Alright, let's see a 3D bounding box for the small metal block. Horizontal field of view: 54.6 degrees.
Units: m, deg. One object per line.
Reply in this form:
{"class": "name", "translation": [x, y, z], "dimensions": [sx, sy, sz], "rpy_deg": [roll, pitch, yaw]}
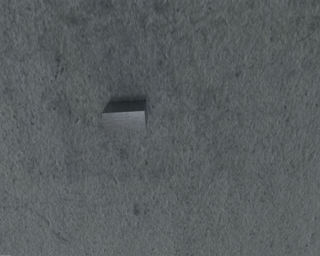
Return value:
{"class": "small metal block", "translation": [-0.042, -0.016, 0.390], "dimensions": [0.050, 0.050, 0.025], "rpy_deg": [-3, 110, 1]}
